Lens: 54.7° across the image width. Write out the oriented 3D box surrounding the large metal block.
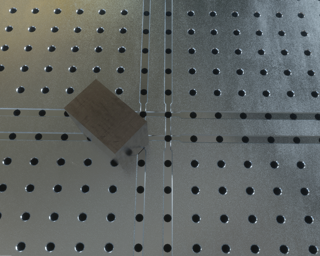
[{"bbox_3d":[-0.061,-0.001,0.382,0.080,0.080,0.050,40,75,13],"label":"large metal block"}]
